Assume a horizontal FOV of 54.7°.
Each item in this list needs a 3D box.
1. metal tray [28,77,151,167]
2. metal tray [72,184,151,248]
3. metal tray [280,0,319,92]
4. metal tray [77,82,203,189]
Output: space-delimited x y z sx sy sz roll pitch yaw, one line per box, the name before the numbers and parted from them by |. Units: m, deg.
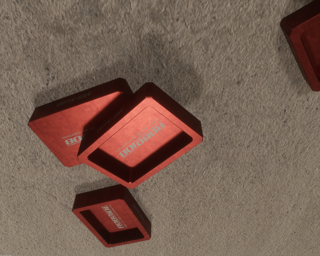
metal tray | -0.087 -0.003 0.400 0.130 0.030 0.090 -17 128 13
metal tray | -0.079 0.155 0.535 0.090 0.030 0.130 -16 129 12
metal tray | 0.204 -0.104 0.318 0.130 0.030 0.090 -28 125 21
metal tray | -0.025 0.015 0.376 0.090 0.030 0.130 37 121 -28
